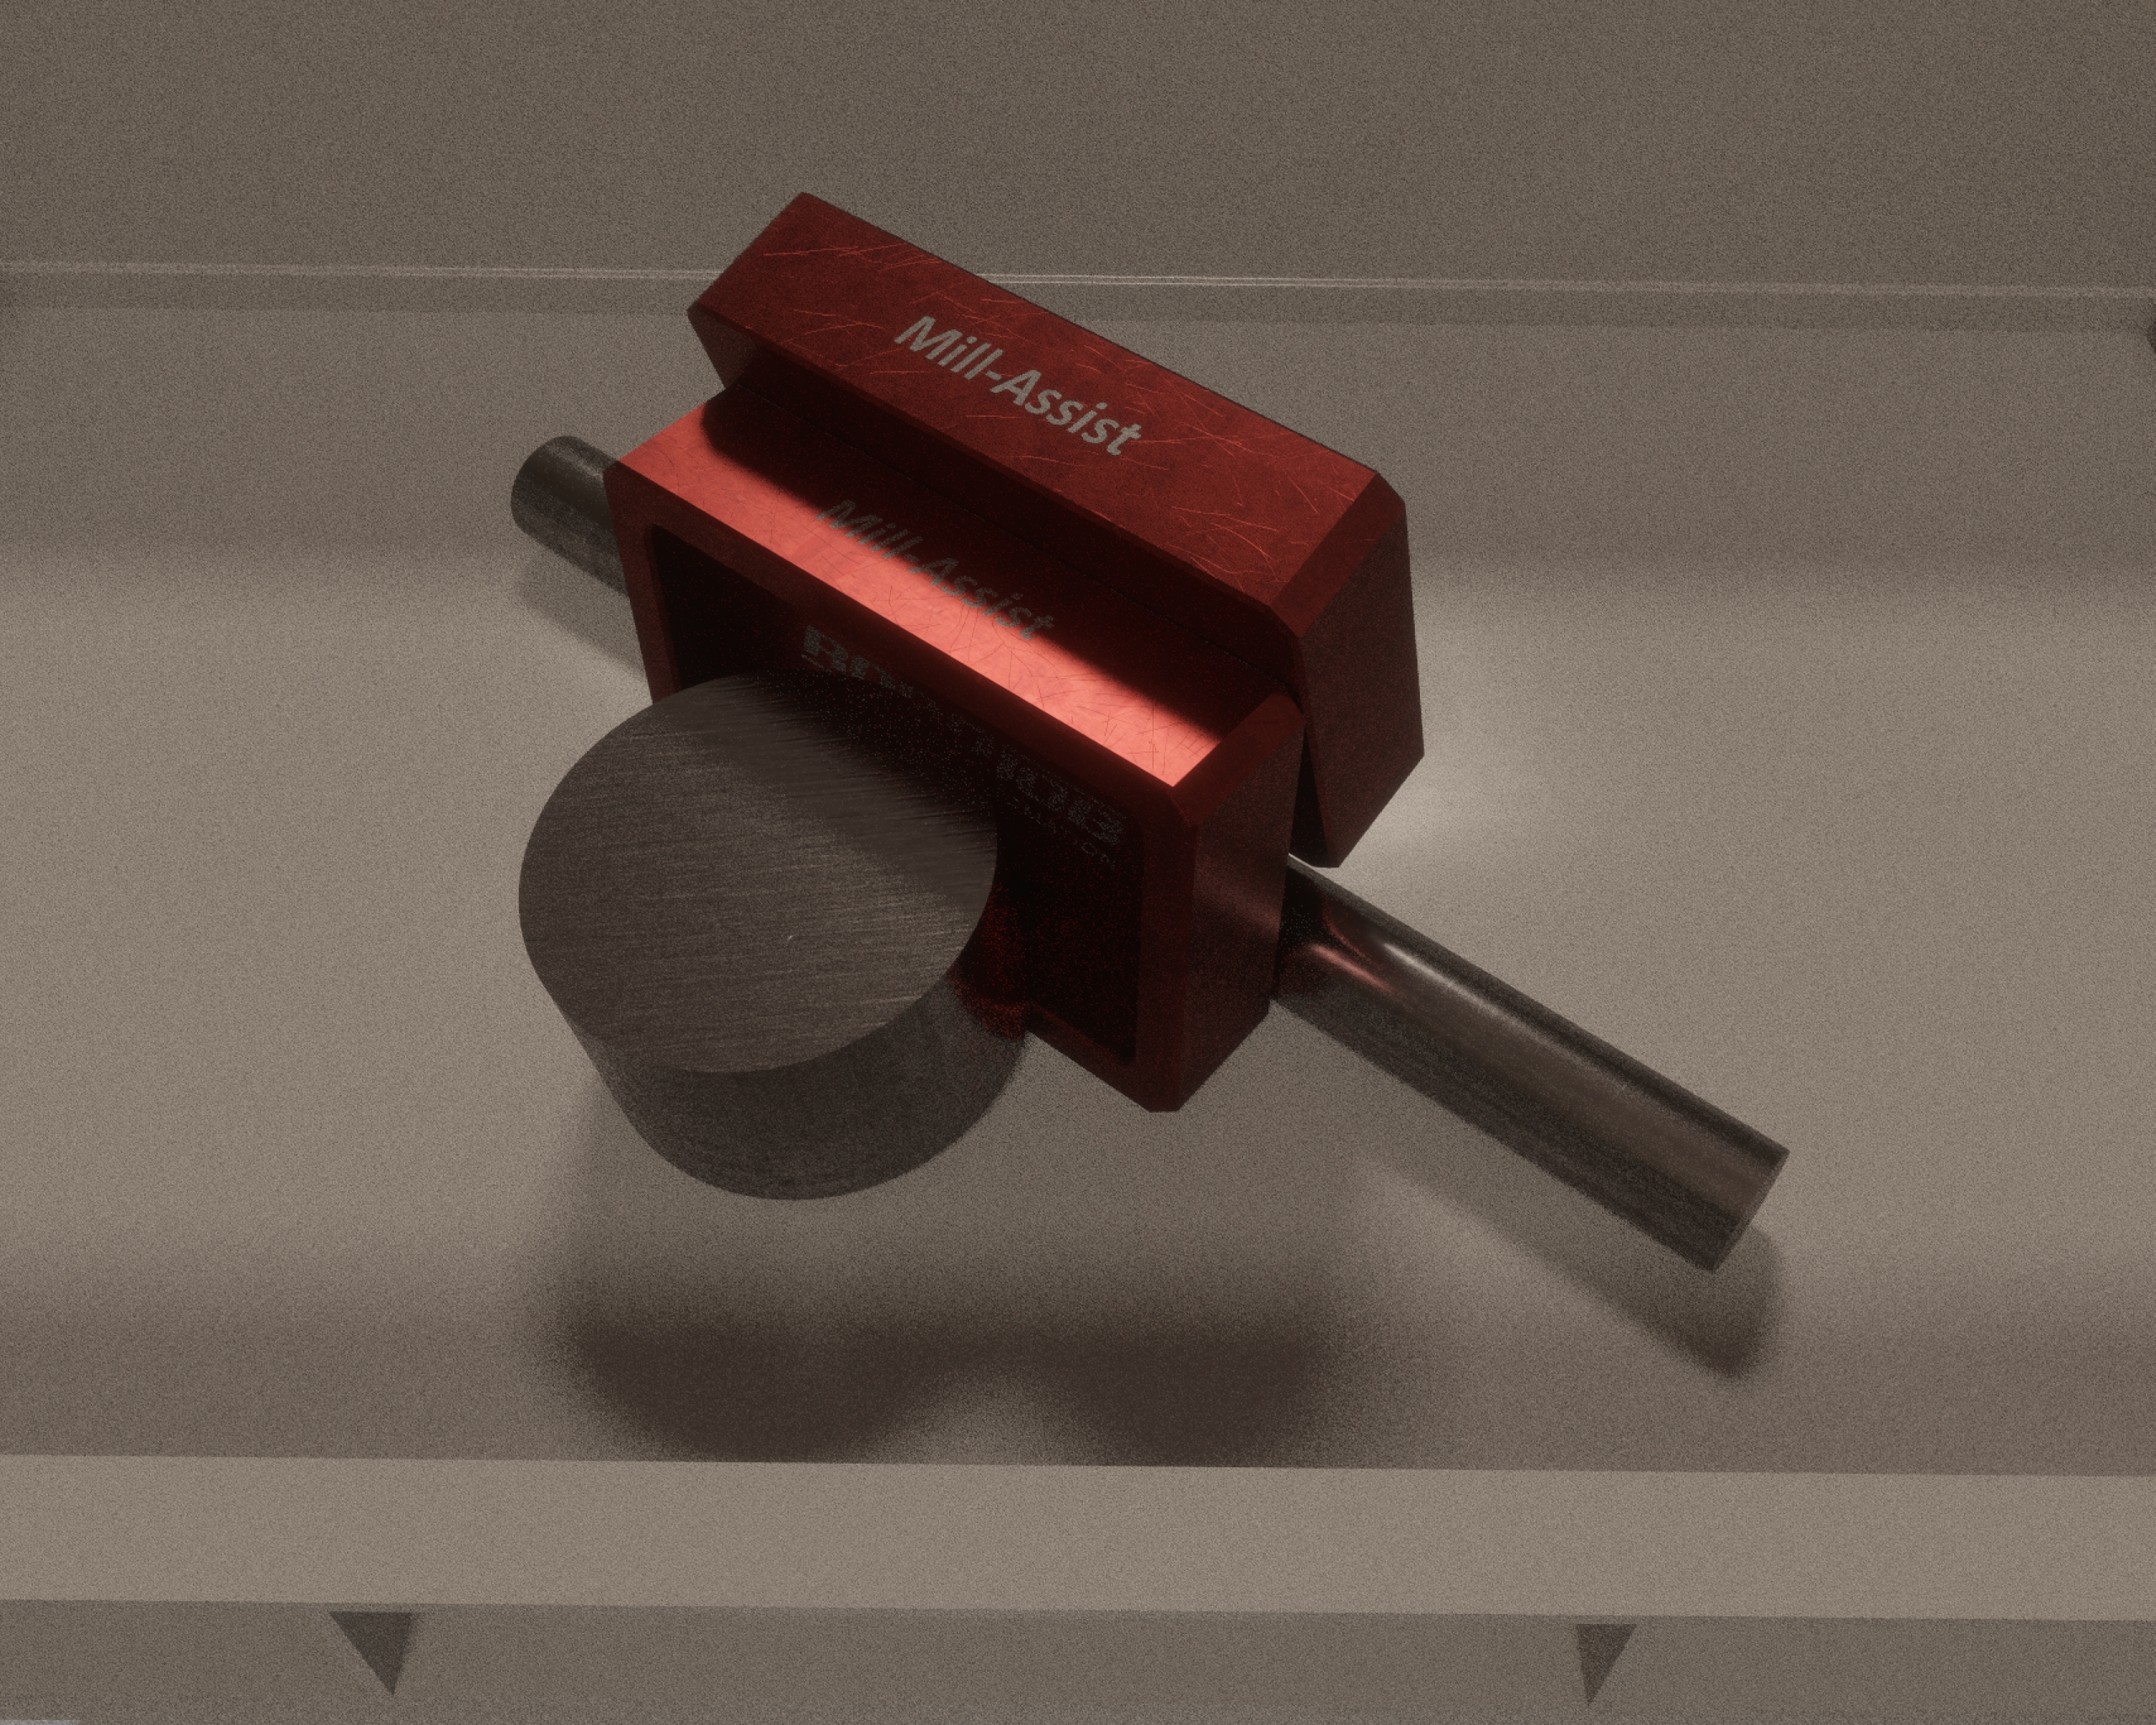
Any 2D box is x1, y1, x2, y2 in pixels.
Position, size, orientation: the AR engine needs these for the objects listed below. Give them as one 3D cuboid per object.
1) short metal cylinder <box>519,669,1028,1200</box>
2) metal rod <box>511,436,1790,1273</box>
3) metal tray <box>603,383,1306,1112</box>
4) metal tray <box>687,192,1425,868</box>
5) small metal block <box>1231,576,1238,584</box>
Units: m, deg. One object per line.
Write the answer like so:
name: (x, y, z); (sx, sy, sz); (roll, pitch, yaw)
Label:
short metal cylinder: (-0.051, 0.013, 0.368); (0.080, 0.050, 0.080); (-3, 57, 4)
metal rod: (-0.002, -0.013, 0.416); (0.300, 0.025, 0.025); (32, 57, 23)
metal tray: (-0.024, -0.020, 0.378); (0.130, 0.089, 0.030); (32, 57, 23)
metal tray: (-0.002, -0.058, 0.377); (0.130, 0.090, 0.030); (32, 74, 23)
small metal block: (0.019, -0.042, 0.438); (0.050, 0.025, 0.050); (33, 57, 24)
